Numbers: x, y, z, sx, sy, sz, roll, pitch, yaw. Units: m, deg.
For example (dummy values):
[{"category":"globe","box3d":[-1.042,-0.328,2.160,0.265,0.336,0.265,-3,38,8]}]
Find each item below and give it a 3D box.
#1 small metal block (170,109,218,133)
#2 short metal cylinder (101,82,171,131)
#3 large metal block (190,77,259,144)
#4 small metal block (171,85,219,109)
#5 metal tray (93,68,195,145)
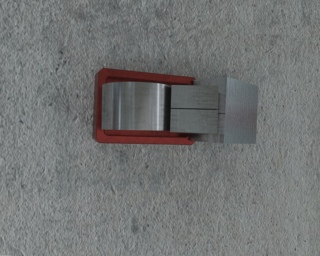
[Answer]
[{"category":"small metal block","box3d":[0.039,-0.007,0.355,0.050,0.050,0.025,2,88,6]},{"category":"short metal cylinder","box3d":[-0.026,-0.023,0.358,0.081,0.080,0.050,1,90,-20]},{"category":"large metal block","box3d":[0.088,-0.020,0.414,0.081,0.050,0.080,4,89,-46]},{"category":"small metal block","box3d":[0.040,-0.032,0.356,0.050,0.050,0.025,2,88,6]},{"category":"metal tray","box3d":[-0.018,-0.025,0.401,0.131,0.030,0.089,2,89,-20]}]
